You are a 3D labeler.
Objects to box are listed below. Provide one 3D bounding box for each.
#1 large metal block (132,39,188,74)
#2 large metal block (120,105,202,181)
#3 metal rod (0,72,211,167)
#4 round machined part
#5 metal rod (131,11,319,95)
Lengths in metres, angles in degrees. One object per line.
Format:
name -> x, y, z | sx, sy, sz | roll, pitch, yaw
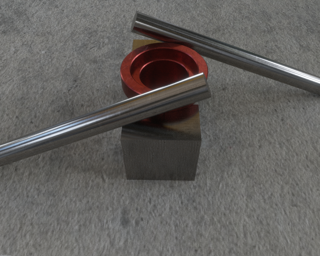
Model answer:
large metal block -> 0.004, -0.074, 0.431 | 0.081, 0.080, 0.050 | 1, 50, 0
large metal block -> 0.001, 0.018, 0.354 | 0.081, 0.080, 0.050 | 1, 50, 0
metal rod -> -0.094, 0.003, 0.329 | 0.301, 0.025, 0.025 | -18, 49, 14
round machined part -> 0.005, -0.054, 0.363 | 0.099, 0.042, 0.098 | 0, 50, 0
metal rod -> 0.109, -0.092, 0.414 | 0.302, 0.025, 0.025 | 14, 48, -18
